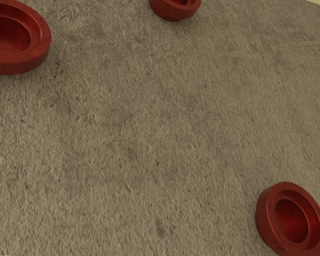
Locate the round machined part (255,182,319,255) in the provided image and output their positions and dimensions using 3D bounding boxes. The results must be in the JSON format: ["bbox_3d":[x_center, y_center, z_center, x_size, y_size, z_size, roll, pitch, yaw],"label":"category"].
[{"bbox_3d":[0.166,0.124,0.406,0.099,0.042,0.098,14,56,-21],"label":"round machined part"}]

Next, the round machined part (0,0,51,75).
[{"bbox_3d":[-0.180,-0.100,0.357,0.099,0.042,0.098,14,56,-21],"label":"round machined part"}]

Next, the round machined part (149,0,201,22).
[{"bbox_3d":[0.019,-0.225,0.541,0.099,0.042,0.098,14,56,-21],"label":"round machined part"}]
